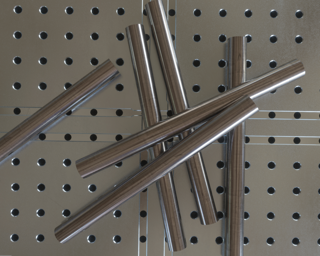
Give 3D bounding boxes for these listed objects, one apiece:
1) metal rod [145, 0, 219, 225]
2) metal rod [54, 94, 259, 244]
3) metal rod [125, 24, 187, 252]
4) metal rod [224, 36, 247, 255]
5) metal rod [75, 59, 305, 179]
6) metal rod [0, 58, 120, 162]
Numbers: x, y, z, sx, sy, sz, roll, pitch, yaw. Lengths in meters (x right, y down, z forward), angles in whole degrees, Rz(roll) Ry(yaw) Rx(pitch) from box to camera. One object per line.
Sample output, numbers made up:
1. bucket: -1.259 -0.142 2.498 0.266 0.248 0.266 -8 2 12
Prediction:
1. metal rod: 0.029 -0.020 0.413 0.025 0.025 0.299 -14 90 0
2. metal rod: -0.011 0.056 0.389 0.300 0.025 0.025 -36 90 9
3. metal rod: -0.005 0.013 0.413 0.025 0.025 0.299 -11 90 0
4. metal rod: 0.101 0.030 0.413 0.025 0.025 0.298 1 90 0
5. metal rod: 0.037 -0.012 0.387 0.301 0.025 0.025 -25 90 0
6. metal rod: -0.181 0.007 0.412 0.300 0.025 0.025 -36 90 0
